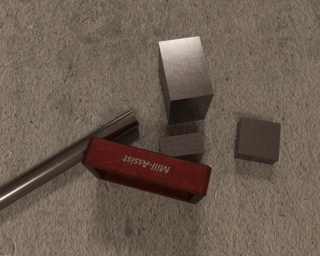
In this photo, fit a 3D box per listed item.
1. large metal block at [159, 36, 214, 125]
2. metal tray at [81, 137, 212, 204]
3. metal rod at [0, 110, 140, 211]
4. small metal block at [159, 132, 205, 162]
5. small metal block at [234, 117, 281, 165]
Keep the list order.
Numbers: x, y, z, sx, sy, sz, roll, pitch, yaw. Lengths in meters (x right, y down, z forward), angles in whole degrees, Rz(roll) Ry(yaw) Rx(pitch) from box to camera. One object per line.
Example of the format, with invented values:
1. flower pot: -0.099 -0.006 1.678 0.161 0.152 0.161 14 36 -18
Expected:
1. large metal block: 0.030 -0.058 0.401 0.050 0.080 0.080 -9 71 -4
2. metal tray: -0.014 0.052 0.354 0.131 0.090 0.030 14 71 4
3. metal rod: -0.160 0.065 0.382 0.301 0.025 0.025 -32 73 -11
4. small metal block: 0.025 0.028 0.385 0.050 0.050 0.025 -8 71 -3
5. small metal block: 0.127 0.017 0.404 0.050 0.025 0.050 10 70 3
